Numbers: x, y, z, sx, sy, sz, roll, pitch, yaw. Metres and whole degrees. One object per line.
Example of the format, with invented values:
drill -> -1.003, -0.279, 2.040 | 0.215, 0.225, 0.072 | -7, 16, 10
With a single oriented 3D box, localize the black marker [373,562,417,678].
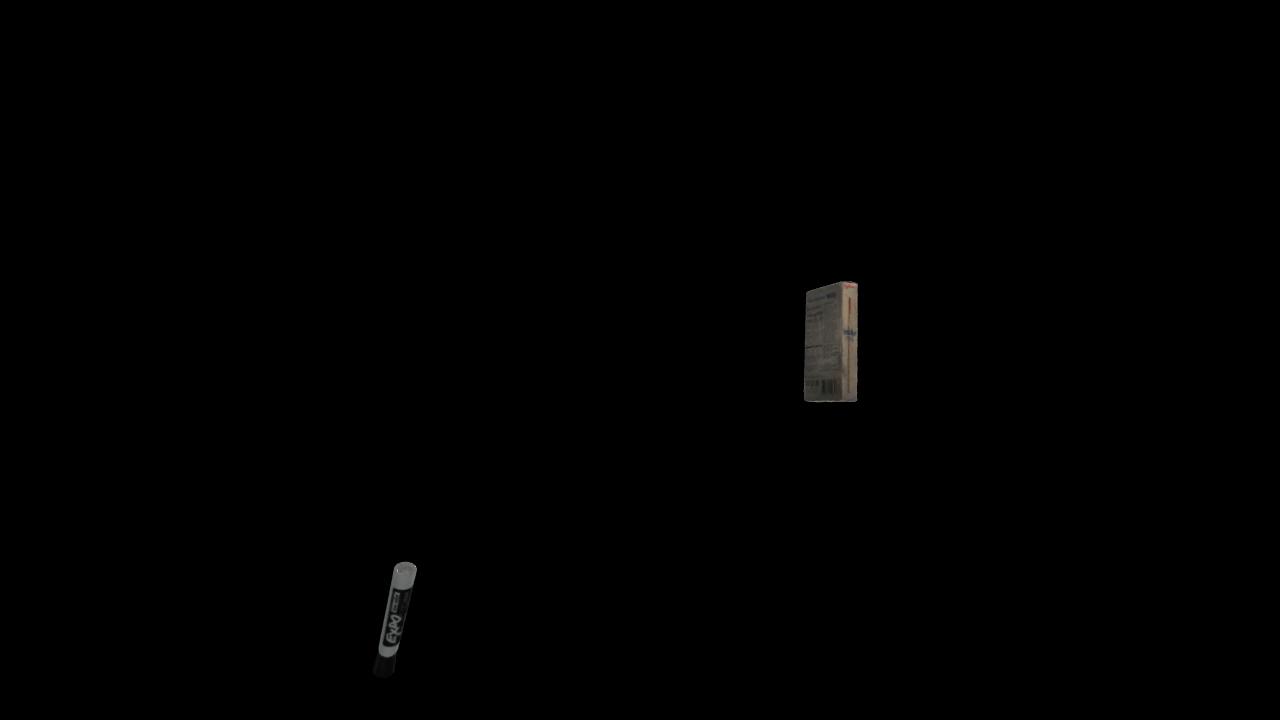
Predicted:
black marker -> -0.217, 0.232, 0.542 | 0.020, 0.121, 0.020 | 16, 18, -6

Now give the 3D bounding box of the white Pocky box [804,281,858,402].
white Pocky box -> 0.251, -0.021, 0.814 | 0.028, 0.154, 0.084 | 4, -5, -18
